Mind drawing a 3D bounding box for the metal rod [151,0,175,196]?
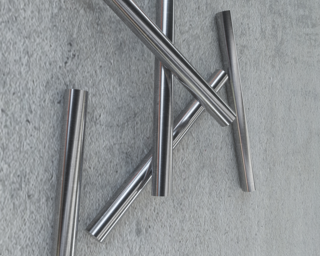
[{"bbox_3d":[0.005,-0.067,0.391,0.025,0.025,0.298,8,79,-40],"label":"metal rod"}]

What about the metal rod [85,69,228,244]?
[{"bbox_3d":[0.011,0.019,0.415,0.301,0.025,0.025,-50,120,-28],"label":"metal rod"}]

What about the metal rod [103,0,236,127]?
[{"bbox_3d":[-0.014,-0.110,0.356,0.300,0.025,0.025,44,63,-18],"label":"metal rod"}]

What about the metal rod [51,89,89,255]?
[{"bbox_3d":[-0.099,0.109,0.323,0.025,0.025,0.298,6,86,-40],"label":"metal rod"}]

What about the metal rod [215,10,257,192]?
[{"bbox_3d":[0.128,-0.039,0.514,0.025,0.025,0.298,-18,102,-39],"label":"metal rod"}]
